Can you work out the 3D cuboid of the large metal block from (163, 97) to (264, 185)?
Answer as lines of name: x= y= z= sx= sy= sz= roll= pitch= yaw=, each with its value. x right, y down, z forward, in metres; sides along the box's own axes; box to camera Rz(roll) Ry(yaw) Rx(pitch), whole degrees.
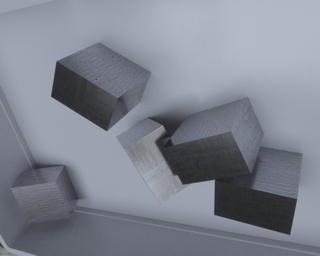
large metal block: x=0.063 y=0.014 z=0.349 sx=0.080 sy=0.080 sz=0.050 roll=-16 pitch=110 yaw=34

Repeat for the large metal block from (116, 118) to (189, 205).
large metal block: x=-0.009 y=0.038 z=0.393 sx=0.080 sy=0.050 sz=0.080 roll=60 pitch=171 yaw=-15

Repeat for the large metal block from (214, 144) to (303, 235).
large metal block: x=0.113 y=0.064 z=0.353 sx=0.080 sy=0.080 sz=0.050 roll=10 pitch=123 yaw=23

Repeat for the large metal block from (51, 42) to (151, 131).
large metal block: x=-0.070 y=-0.053 z=0.377 sx=0.080 sy=0.080 sz=0.050 roll=31 pitch=129 yaw=8

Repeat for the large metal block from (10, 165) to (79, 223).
large metal block: x=-0.203 y=0.119 z=0.556 sx=0.080 sy=0.050 sz=0.080 roll=-9 pitch=116 yaw=7
